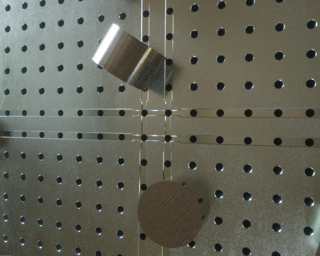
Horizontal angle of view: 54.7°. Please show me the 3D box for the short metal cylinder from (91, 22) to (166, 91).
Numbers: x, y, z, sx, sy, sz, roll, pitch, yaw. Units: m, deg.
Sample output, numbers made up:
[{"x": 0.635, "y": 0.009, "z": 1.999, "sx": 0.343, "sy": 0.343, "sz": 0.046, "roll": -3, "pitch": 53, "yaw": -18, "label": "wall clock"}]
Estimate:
[{"x": -0.039, "y": -0.090, "z": 0.396, "sx": 0.080, "sy": 0.080, "sz": 0.050, "roll": 36, "pitch": 102, "yaw": 16, "label": "short metal cylinder"}]

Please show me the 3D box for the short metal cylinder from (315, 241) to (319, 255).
[{"x": 0.205, "y": 0.130, "z": 0.311, "sx": 0.080, "sy": 0.080, "sz": 0.050, "roll": 17, "pitch": 96, "yaw": 19, "label": "short metal cylinder"}]

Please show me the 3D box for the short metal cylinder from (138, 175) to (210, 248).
[{"x": 0.019, "y": 0.103, "z": 0.392, "sx": 0.080, "sy": 0.050, "sz": 0.079, "roll": 0, "pitch": 90, "yaw": 19, "label": "short metal cylinder"}]
